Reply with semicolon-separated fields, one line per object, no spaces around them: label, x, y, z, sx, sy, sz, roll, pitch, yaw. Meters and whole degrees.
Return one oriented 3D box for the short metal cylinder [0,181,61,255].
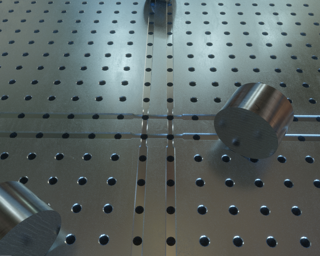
short metal cylinder;-0.141;0.097;0.289;0.050;0.080;0.080;30;56;23

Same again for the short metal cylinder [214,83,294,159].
short metal cylinder;0.114;-0.008;0.379;0.080;0.080;0.050;28;56;21

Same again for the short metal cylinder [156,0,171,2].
short metal cylinder;-0.001;-0.300;0.624;0.050;0.080;0.080;17;52;14
